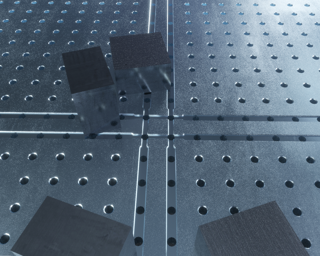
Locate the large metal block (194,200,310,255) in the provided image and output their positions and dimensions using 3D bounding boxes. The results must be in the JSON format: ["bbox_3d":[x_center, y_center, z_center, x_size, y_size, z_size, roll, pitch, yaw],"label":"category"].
[{"bbox_3d":[0.086,0.125,0.287,0.081,0.050,0.080,-14,52,-12],"label":"large metal block"}]

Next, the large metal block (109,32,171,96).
[{"bbox_3d":[-0.031,-0.099,0.475,0.080,0.050,0.080,-8,51,-7],"label":"large metal block"}]

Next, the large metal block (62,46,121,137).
[{"bbox_3d":[-0.090,-0.048,0.412,0.050,0.080,0.080,-15,52,-12],"label":"large metal block"}]

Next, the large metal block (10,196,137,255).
[{"bbox_3d":[-0.069,0.113,0.277,0.080,0.080,0.050,16,52,13],"label":"large metal block"}]
